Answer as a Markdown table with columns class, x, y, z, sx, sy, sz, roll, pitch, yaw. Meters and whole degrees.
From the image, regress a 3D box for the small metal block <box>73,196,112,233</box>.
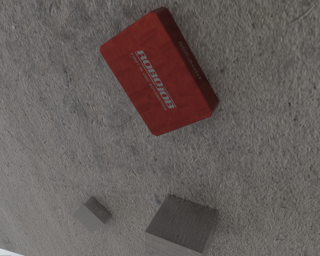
| class | x | y | z | sx | sy | sz | roll | pitch | yaw |
| --- | --- | --- | --- | --- | --- | --- | --- | --- | --- |
| small metal block | -0.125 | 0.160 | 0.572 | 0.050 | 0.025 | 0.050 | 45 | 129 | -3 |

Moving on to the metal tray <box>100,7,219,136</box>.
| class | x | y | z | sx | sy | sz | roll | pitch | yaw |
| --- | --- | --- | --- | --- | --- | --- | --- | --- | --- |
| metal tray | -0.001 | -0.061 | 0.366 | 0.090 | 0.030 | 0.130 | -22 | 107 | 36 |

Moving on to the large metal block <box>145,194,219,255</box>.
| class | x | y | z | sx | sy | sz | roll | pitch | yaw |
| --- | --- | --- | --- | --- | --- | --- | --- | --- | --- |
| large metal block | 0.033 | 0.151 | 0.448 | 0.080 | 0.080 | 0.050 | 14 | 124 | 20 |
